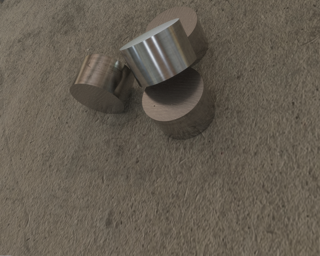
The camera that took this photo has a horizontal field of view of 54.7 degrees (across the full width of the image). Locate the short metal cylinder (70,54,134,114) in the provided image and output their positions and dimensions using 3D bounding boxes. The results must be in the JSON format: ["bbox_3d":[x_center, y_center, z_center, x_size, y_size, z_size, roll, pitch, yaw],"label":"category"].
[{"bbox_3d":[-0.083,-0.062,0.450,0.080,0.080,0.050,3,63,29],"label":"short metal cylinder"}]

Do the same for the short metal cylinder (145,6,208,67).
[{"bbox_3d":[0.025,-0.130,0.455,0.080,0.050,0.080,-13,56,21],"label":"short metal cylinder"}]

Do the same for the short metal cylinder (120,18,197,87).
[{"bbox_3d":[-0.002,-0.092,0.380,0.080,0.050,0.080,-25,22,11],"label":"short metal cylinder"}]

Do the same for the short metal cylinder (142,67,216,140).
[{"bbox_3d":[0.025,-0.031,0.394,0.080,0.050,0.080,-13,56,21],"label":"short metal cylinder"}]
